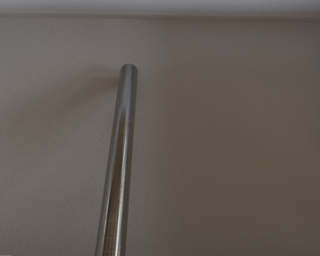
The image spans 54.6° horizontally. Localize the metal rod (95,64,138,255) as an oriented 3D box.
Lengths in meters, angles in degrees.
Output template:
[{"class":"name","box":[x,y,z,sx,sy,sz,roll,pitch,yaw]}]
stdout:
[{"class":"metal rod","box":[-0.042,0.025,0.335,0.025,0.025,0.300,-1,45,0]}]
